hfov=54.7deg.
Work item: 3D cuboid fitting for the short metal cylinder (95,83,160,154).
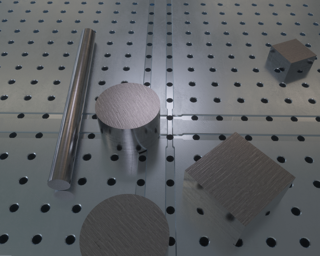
[{"bbox_3d":[-0.040,-0.013,0.402,0.081,0.050,0.080,0,50,0],"label":"short metal cylinder"}]

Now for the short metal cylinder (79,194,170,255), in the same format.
[{"bbox_3d":[-0.032,0.111,0.298,0.081,0.050,0.080,0,50,0],"label":"short metal cylinder"}]

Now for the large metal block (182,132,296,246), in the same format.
[{"bbox_3d":[0.083,0.063,0.339,0.080,0.050,0.080,-33,58,-25],"label":"large metal block"}]

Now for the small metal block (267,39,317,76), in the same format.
[{"bbox_3d":[0.215,-0.117,0.508,0.050,0.025,0.050,-19,53,-15],"label":"small metal block"}]

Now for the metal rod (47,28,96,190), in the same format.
[{"bbox_3d":[-0.120,-0.050,0.448,0.025,0.025,0.300,-1,50,-1],"label":"metal rod"}]
